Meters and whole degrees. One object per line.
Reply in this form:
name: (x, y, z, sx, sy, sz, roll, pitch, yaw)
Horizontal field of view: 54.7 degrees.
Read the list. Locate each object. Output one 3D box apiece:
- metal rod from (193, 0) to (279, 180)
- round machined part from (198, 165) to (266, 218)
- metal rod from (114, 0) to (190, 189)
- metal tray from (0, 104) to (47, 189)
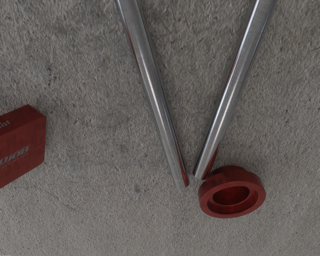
metal rod: (0.085, -0.044, 0.370, 0.025, 0.025, 0.298, 7, 130, -6)
round machined part: (0.107, 0.095, 0.475, 0.099, 0.042, 0.097, -3, 134, -3)
metal rod: (-0.001, -0.026, 0.384, 0.025, 0.025, 0.299, -10, 130, 8)
metal tray: (-0.200, 0.035, 0.370, 0.030, 0.131, 0.089, 34, 131, 17)
